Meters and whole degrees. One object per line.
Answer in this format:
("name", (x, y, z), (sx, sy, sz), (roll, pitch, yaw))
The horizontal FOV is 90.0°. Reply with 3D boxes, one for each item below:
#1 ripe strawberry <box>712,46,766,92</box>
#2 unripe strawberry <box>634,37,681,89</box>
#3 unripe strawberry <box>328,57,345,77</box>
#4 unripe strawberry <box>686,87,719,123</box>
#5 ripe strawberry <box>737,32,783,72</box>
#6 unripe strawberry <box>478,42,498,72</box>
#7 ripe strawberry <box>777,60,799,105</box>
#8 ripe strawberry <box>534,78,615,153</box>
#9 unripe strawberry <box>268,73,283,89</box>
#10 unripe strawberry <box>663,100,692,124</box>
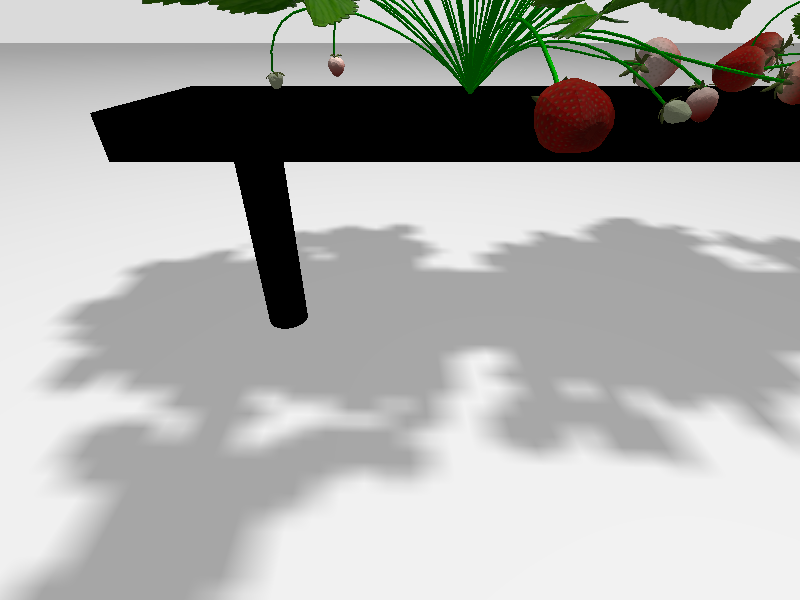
("ripe strawberry", (0.271, -0.186, 0.324), (0.033, 0.033, 0.031), (3, 34, 5))
("unripe strawberry", (0.222, -0.203, 0.343), (0.039, 0.038, 0.036), (-9, 35, -14))
("unripe strawberry", (-0.071, -0.258, 0.444), (0.018, 0.019, 0.019), (-23, 40, -30))
("unripe strawberry", (0.164, -0.106, 0.217), (0.017, 0.017, 0.015), (-29, 26, -36))
("ripe strawberry", (0.387, -0.267, 0.434), (0.044, 0.039, 0.040), (-23, 39, -30))
("unripe strawberry", (0.094, -0.270, 0.446), (0.032, 0.034, 0.035), (7, 34, 11))
("ripe strawberry", (0.270, -0.144, 0.265), (0.028, 0.027, 0.026), (8, 35, 10))
("ripe strawberry", (0.065, -0.067, 0.148), (0.029, 0.025, 0.029), (-2, 42, -3))
("unripe strawberry", (-0.097, -0.172, 0.314), (0.012, 0.011, 0.010), (1, 34, 2))
("unripe strawberry", (0.142, -0.096, 0.205), (0.013, 0.011, 0.013), (-21, 50, -28))
